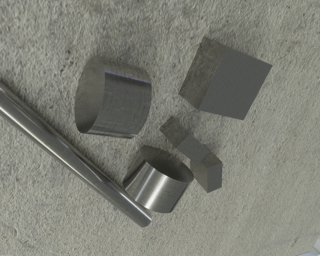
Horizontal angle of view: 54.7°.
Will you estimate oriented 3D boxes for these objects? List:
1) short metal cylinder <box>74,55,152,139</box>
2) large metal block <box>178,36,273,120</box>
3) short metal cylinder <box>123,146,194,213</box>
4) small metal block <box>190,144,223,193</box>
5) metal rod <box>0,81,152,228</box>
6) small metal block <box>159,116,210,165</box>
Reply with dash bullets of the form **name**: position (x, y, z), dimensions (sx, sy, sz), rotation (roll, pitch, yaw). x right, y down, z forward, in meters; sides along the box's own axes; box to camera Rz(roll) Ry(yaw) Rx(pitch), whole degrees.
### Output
- **short metal cylinder**: position (-0.051, -0.031, 0.325), dimensions (0.050, 0.080, 0.079), rotation (10, 114, -33)
- **large metal block**: position (0.083, -0.062, 0.400), dimensions (0.081, 0.050, 0.079), rotation (10, 113, -33)
- **short metal cylinder**: position (-0.002, 0.067, 0.413), dimensions (0.081, 0.080, 0.050), rotation (19, 108, -36)
- **small metal block**: position (0.069, 0.061, 0.468), dimensions (0.025, 0.050, 0.050), rotation (-19, 126, -18)
- **metal rod**: position (-0.094, 0.052, 0.388), dimensions (0.025, 0.025, 0.300), rotation (-39, 130, -2)
- **small metal block**: position (0.033, 0.017, 0.421), dimensions (0.025, 0.050, 0.050), rotation (-47, 130, 5)
